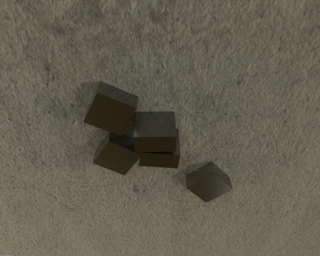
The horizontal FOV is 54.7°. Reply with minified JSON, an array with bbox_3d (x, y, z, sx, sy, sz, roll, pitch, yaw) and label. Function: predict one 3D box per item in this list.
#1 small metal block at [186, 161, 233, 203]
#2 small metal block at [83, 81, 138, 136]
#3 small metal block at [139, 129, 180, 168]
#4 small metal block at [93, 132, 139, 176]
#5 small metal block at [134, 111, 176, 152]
[{"bbox_3d":[0.076,0.085,0.481,0.050,0.025,0.050,-33,123,24],"label":"small metal block"},{"bbox_3d":[-0.061,-0.023,0.386,0.050,0.025,0.050,21,127,-18],"label":"small metal block"},{"bbox_3d":[-0.001,0.025,0.413,0.050,0.050,0.025,4,130,-4],"label":"small metal block"},{"bbox_3d":[-0.059,0.035,0.436,0.050,0.025,0.050,26,125,-21],"label":"small metal block"},{"bbox_3d":[-0.006,0.004,0.394,0.050,0.050,0.025,0,130,0],"label":"small metal block"}]
